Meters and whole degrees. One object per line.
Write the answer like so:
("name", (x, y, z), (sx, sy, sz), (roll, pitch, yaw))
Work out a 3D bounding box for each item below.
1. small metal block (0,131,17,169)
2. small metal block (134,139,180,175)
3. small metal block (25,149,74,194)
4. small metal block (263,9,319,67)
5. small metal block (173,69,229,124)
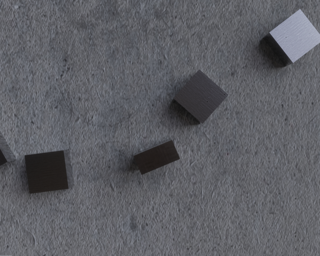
("small metal block", (-0.229, 0.034, 0.408), (0.050, 0.025, 0.050), (-29, 90, 0))
("small metal block", (-0.004, 0.035, 0.397), (0.050, 0.050, 0.025), (-23, 90, 0))
("small metal block", (-0.145, 0.056, 0.409), (0.050, 0.025, 0.050), (-7, 90, 0))
("small metal block", (0.176, -0.119, 0.411), (0.050, 0.025, 0.050), (-38, 90, 0))
("small metal block", (0.053, -0.040, 0.410), (0.050, 0.025, 0.050), (42, 90, 0))
